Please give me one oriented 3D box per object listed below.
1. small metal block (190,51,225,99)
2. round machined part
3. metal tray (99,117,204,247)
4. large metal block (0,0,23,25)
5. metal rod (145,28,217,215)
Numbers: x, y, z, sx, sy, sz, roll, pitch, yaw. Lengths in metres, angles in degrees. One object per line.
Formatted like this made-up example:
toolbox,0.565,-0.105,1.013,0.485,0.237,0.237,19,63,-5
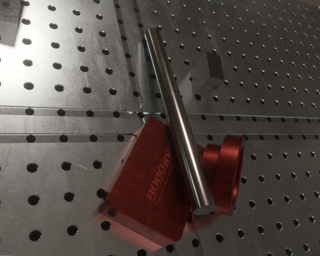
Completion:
small metal block,0.072,-0.082,0.483,0.025,0.050,0.050,11,57,-23
round machined part,0.075,0.055,0.382,0.042,0.098,0.098,9,49,19
metal tray,-0.002,0.059,0.369,0.090,0.030,0.130,31,51,-8
large metal block,-0.215,-0.188,0.391,0.081,0.050,0.080,10,57,-23
metal rod,0.017,-0.033,0.407,0.025,0.025,0.299,6,49,-25
